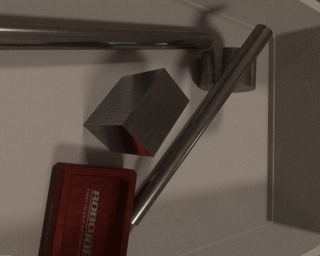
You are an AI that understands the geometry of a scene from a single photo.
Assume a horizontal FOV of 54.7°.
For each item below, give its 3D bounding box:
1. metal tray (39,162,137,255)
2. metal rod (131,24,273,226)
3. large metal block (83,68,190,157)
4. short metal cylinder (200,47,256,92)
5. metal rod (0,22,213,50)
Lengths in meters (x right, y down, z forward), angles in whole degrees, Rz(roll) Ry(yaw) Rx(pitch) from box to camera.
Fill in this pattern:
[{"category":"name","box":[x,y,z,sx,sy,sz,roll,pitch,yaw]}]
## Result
[{"category":"metal tray","box":[-0.078,0.106,0.339,0.091,0.030,0.129,12,82,-40]},{"category":"metal rod","box":[0.051,-0.009,0.395,0.025,0.025,0.300,40,83,-33]},{"category":"large metal block","box":[-0.027,-0.017,0.350,0.050,0.080,0.080,49,61,-30]},{"category":"short metal cylinder","box":[0.100,-0.083,0.457,0.081,0.080,0.050,5,87,-40]},{"category":"metal rod","box":[-0.044,-0.106,0.370,0.302,0.025,0.025,-12,98,-40]}]
